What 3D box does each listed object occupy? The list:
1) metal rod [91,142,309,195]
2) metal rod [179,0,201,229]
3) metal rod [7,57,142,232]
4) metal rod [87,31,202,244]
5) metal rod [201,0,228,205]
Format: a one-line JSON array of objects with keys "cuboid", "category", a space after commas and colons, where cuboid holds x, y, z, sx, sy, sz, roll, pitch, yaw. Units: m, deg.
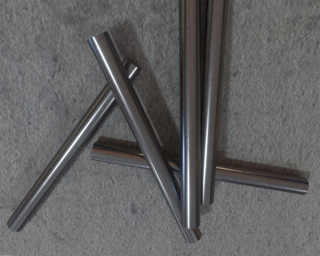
[{"cuboid": [0.058, 0.057, 0.431, 0.302, 0.025, 0.025, 10, 110, -4], "category": "metal rod"}, {"cuboid": [0.037, -0.022, 0.375, 0.025, 0.025, 0.298, -1, 100, 0], "category": "metal rod"}, {"cuboid": [-0.123, 0.032, 0.419, 0.025, 0.025, 0.299, 36, 106, -13], "category": "metal rod"}, {"cuboid": [-0.011, 0.026, 0.391, 0.025, 0.025, 0.299, -22, 109, 7], "category": "metal rod"}, {"cuboid": [0.063, -0.047, 0.378, 0.025, 0.025, 0.298, 1, 104, -1], "category": "metal rod"}]
